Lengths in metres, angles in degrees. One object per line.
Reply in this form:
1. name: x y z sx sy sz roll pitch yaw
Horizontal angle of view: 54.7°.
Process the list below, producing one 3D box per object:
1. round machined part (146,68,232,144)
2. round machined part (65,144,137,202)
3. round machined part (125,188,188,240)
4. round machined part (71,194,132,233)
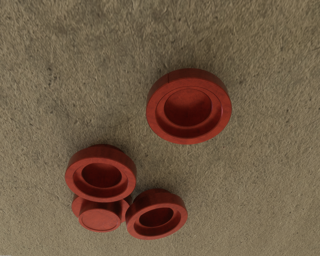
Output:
1. round machined part: 0.033 -0.029 0.371 0.099 0.042 0.097 0 130 0
2. round machined part: -0.082 0.061 0.447 0.099 0.042 0.097 0 130 0
3. round machined part: -0.008 0.136 0.503 0.099 0.042 0.097 -8 131 -10
4. round machined part: -0.096 0.136 0.511 0.099 0.042 0.097 0 130 0
